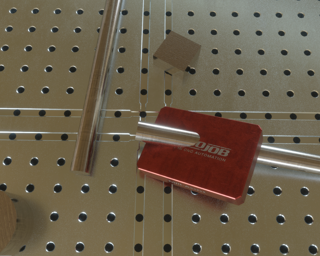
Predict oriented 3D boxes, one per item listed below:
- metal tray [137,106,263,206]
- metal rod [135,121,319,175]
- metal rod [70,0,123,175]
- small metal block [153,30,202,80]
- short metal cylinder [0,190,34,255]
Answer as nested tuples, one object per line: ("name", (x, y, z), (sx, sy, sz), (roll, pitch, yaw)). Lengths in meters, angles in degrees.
("metal tray", (0.048, 0.029, 0.376), (0.130, 0.030, 0.090), (14, 69, 26))
("metal rod", (0.120, 0.031, 0.383), (0.302, 0.025, 0.025), (11, 70, -4))
("metal rod", (-0.085, -0.083, 0.441), (0.025, 0.025, 0.299), (6, 70, 2))
("small metal block", (0.025, -0.106, 0.451), (0.050, 0.025, 0.050), (30, 72, 10))
("short metal cylinder", (-0.195, 0.111, 0.355), (0.081, 0.050, 0.080), (0, 70, -1))
